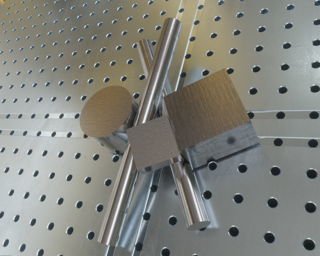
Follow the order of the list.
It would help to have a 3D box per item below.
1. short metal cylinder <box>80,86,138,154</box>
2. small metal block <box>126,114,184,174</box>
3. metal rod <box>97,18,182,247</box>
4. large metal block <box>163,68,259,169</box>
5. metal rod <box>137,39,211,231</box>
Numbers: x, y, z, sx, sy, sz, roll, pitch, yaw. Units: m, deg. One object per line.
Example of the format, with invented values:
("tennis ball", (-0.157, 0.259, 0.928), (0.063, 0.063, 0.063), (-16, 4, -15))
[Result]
("short metal cylinder", (-0.062, -0.011, 0.427), (0.080, 0.050, 0.080), (-13, 57, 20))
("small metal block", (-0.006, 0.019, 0.354), (0.050, 0.025, 0.050), (-20, 69, 6))
("metal rod", (-0.021, -0.007, 0.393), (0.025, 0.025, 0.299), (7, 73, 31))
("large metal block", (0.058, -0.011, 0.363), (0.080, 0.050, 0.080), (-24, 53, 13))
("metal rod", (0.008, -0.015, 0.409), (0.025, 0.025, 0.299), (-25, 53, 13))
